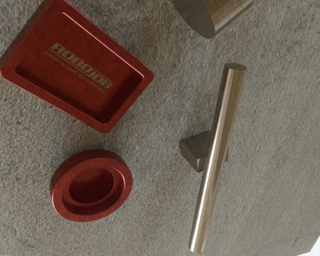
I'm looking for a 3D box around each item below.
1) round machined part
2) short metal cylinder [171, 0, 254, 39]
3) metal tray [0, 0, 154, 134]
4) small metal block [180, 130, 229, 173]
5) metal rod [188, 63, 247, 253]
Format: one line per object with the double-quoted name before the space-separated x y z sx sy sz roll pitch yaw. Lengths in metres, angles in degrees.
"round machined part" -0.088 0.067 0.391 0.099 0.042 0.097 -14 125 -21
"short metal cylinder" 0.048 -0.138 0.313 0.050 0.080 0.080 -40 130 -1
"metal tray" -0.081 -0.060 0.322 0.130 0.030 0.090 34 99 -39
"small metal block" 0.063 0.032 0.447 0.050 0.050 0.025 -19 126 -18
"metal rod" 0.071 0.060 0.419 0.025 0.025 0.298 -9 123 -24
